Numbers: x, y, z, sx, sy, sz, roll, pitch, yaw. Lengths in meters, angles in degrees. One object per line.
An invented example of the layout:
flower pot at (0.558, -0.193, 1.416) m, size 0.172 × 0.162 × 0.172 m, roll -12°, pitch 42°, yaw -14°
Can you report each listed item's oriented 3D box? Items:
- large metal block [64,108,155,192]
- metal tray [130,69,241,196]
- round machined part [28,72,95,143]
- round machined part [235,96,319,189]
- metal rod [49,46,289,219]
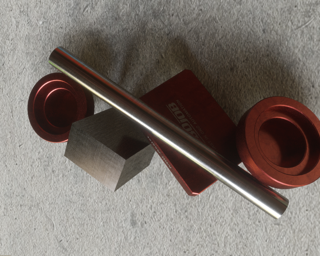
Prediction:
large metal block at (-0.058, 0.023, 0.393) m, size 0.080 × 0.080 × 0.050 m, roll 32°, pitch 120°, yaw 17°
metal tray at (0.036, 0.004, 0.372) m, size 0.090 × 0.030 × 0.130 m, roll -34°, pitch 78°, yaw -13°
round machined part at (-0.137, -0.028, 0.447) m, size 0.098 × 0.042 × 0.097 m, roll 0°, pitch 90°, yaw 19°
round machined part at (0.128, 0.018, 0.338) m, size 0.099 × 0.042 × 0.098 m, roll 5°, pitch 70°, yaw -12°
metal rod at (0.003, 0.000, 0.341) m, size 0.301 × 0.025 × 0.025 m, roll 34°, pitch 101°, yaw 7°
